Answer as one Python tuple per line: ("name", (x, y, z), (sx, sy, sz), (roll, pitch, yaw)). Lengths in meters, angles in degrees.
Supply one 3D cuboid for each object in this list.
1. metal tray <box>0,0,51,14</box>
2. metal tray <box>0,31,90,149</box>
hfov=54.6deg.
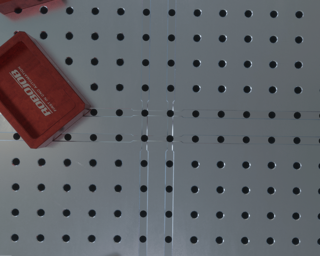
("metal tray", (-0.194, -0.229, 0.410), (0.090, 0.030, 0.129), (-16, 90, 0))
("metal tray", (-0.169, -0.049, 0.409), (0.090, 0.030, 0.130), (-40, 90, 0))
